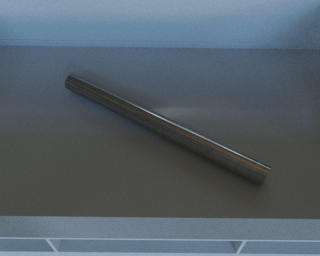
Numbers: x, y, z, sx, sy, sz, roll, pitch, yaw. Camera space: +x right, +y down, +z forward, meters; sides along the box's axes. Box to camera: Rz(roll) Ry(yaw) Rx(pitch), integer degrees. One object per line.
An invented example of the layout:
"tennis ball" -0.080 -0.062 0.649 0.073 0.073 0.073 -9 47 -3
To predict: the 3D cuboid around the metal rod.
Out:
"metal rod" -0.004 -0.007 0.408 0.301 0.025 0.025 26 55 20
